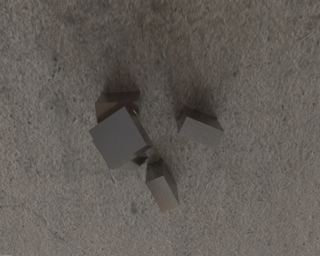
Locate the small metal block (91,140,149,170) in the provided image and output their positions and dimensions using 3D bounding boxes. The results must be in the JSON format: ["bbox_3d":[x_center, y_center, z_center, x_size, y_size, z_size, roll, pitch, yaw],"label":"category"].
[{"bbox_3d":[-0.050,0.027,0.395,0.025,0.050,0.050,-49,62,15],"label":"small metal block"}]

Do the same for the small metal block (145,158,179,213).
[{"bbox_3d":[0.003,0.078,0.425,0.025,0.050,0.050,-24,109,8],"label":"small metal block"}]

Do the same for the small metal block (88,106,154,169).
[{"bbox_3d":[-0.043,0.011,0.349,0.050,0.025,0.050,-33,77,11],"label":"small metal block"}]

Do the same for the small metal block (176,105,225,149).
[{"bbox_3d":[0.050,-0.002,0.396,0.050,0.050,0.025,22,109,-8],"label":"small metal block"}]

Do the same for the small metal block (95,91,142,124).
[{"bbox_3d":[-0.050,-0.027,0.386,0.050,0.050,0.025,-2,110,0],"label":"small metal block"}]
